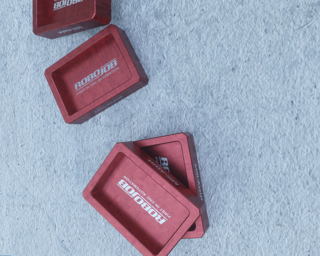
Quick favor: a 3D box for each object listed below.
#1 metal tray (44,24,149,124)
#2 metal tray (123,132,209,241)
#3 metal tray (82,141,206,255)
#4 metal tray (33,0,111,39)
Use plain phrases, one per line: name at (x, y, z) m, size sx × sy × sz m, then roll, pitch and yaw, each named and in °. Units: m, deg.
metal tray at (-0.092, -0.072, 0.438) m, size 0.130 × 0.030 × 0.090 m, roll -28°, pitch 81°, yaw 17°
metal tray at (0.007, 0.076, 0.403) m, size 0.090 × 0.030 × 0.129 m, roll -11°, pitch 86°, yaw 19°
metal tray at (-0.022, 0.089, 0.381) m, size 0.130 × 0.030 × 0.090 m, roll 39°, pitch 102°, yaw 15°
metal tray at (-0.126, -0.182, 0.434) m, size 0.130 × 0.030 × 0.089 m, roll 0°, pitch 90°, yaw 34°
